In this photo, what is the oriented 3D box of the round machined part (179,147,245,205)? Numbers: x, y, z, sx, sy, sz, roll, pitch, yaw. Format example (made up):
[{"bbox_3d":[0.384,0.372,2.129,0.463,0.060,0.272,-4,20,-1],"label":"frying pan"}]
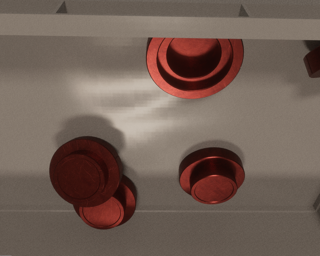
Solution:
[{"bbox_3d":[0.079,0.078,0.466,0.099,0.042,0.097,-1,130,0],"label":"round machined part"}]

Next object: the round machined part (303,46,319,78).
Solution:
[{"bbox_3d":[0.200,-0.067,0.307,0.099,0.042,0.098,-15,173,-2],"label":"round machined part"}]

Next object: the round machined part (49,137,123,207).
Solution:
[{"bbox_3d":[-0.103,0.063,0.421,0.099,0.042,0.097,1,99,4],"label":"round machined part"}]

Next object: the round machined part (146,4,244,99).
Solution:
[{"bbox_3d":[0.035,-0.082,0.328,0.099,0.042,0.097,-1,130,0],"label":"round machined part"}]

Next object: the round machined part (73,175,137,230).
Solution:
[{"bbox_3d":[-0.087,0.117,0.479,0.099,0.042,0.097,0,113,1],"label":"round machined part"}]
